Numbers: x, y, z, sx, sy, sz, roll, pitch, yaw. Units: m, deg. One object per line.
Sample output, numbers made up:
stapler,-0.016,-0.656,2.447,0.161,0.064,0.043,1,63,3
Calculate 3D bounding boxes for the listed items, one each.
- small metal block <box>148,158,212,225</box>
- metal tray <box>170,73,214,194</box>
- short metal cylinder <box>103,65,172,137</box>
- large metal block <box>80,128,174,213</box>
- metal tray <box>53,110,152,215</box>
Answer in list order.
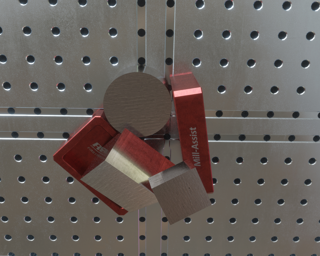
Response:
small metal block,0.022,0.069,0.339,0.050,0.025,0.050,-26,109,-3
metal tray,0.038,0.006,0.381,0.030,0.090,0.129,-9,110,3
short metal cylinder,-0.026,-0.035,0.387,0.081,0.050,0.079,0,110,-1
large metal block,-0.040,0.056,0.387,0.080,0.050,0.080,38,141,-14
metal tray,-0.066,0.050,0.427,0.090,0.030,0.130,-41,106,13
